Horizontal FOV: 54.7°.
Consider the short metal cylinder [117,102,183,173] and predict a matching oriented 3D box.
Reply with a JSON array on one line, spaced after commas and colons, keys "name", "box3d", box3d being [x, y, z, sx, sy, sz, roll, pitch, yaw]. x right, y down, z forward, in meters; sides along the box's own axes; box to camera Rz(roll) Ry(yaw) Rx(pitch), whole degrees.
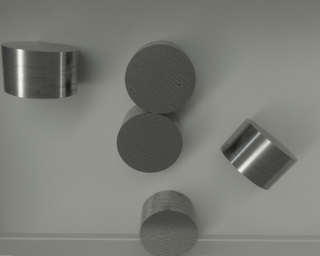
[{"name": "short metal cylinder", "box3d": [-0.013, 0.011, 0.402, 0.081, 0.050, 0.079, 0, 110, 0]}]

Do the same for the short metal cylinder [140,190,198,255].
[{"name": "short metal cylinder", "box3d": [0.012, 0.138, 0.449, 0.081, 0.050, 0.079, 0, 110, 0]}]

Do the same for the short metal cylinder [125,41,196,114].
[{"name": "short metal cylinder", "box3d": [0.000, -0.063, 0.375, 0.081, 0.050, 0.079, 0, 110, 0]}]

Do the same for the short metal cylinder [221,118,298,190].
[{"name": "short metal cylinder", "box3d": [0.125, 0.032, 0.395, 0.080, 0.080, 0.050, 35, 106, -12]}]

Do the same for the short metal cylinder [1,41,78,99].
[{"name": "short metal cylinder", "box3d": [-0.136, -0.068, 0.355, 0.081, 0.080, 0.050, 6, 110, -2]}]
